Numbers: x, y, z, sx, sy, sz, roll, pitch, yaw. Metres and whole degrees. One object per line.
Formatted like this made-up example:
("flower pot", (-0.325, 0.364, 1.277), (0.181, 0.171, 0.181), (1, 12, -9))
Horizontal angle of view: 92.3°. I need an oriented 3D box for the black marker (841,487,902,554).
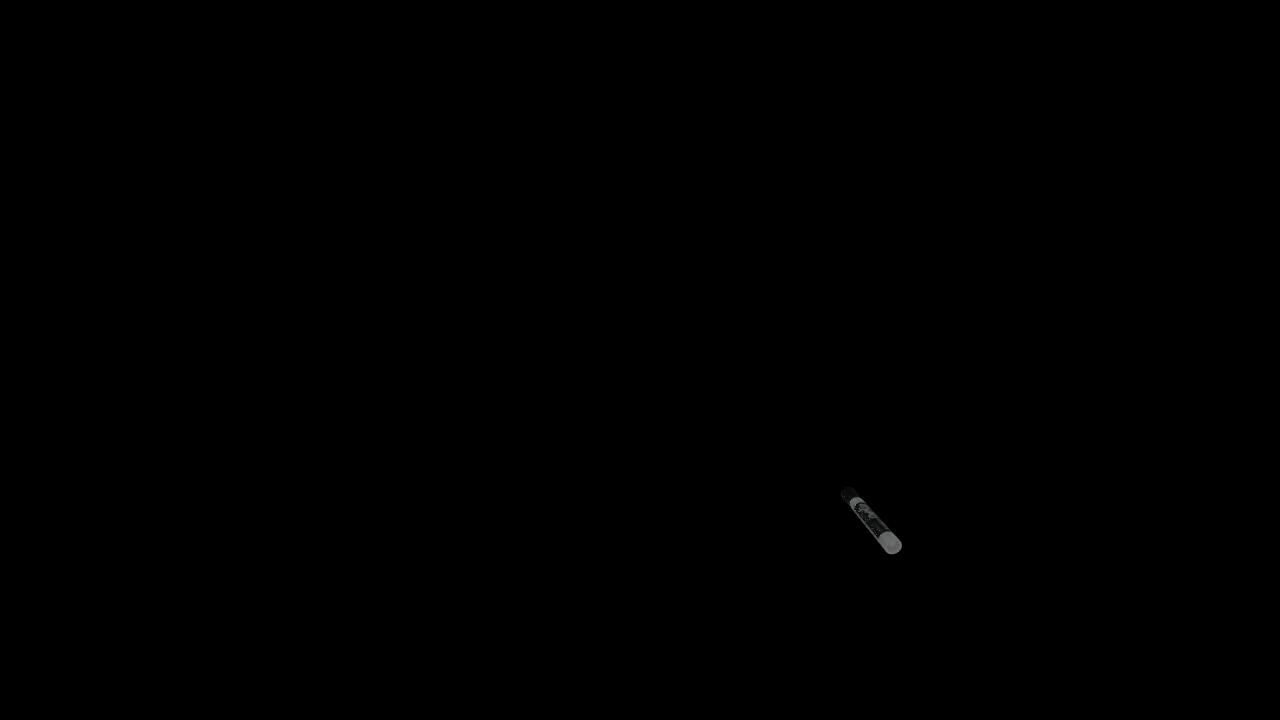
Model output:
("black marker", (0.258, 0.178, 0.697), (0.020, 0.020, 0.121), (0, 16, -5))
